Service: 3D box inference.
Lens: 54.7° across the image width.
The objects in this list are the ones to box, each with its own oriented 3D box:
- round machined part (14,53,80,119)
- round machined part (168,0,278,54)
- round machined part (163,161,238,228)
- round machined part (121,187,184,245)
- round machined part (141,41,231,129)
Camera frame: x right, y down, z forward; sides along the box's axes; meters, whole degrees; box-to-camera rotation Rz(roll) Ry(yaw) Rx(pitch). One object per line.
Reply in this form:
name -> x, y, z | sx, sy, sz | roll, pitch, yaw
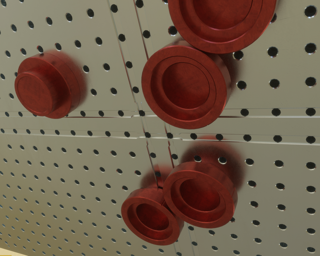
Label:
round machined part -> -0.171, -0.056, 0.453 | 0.098, 0.042, 0.097 | 13, 124, 20
round machined part -> 0.060, -0.123, 0.292 | 0.098, 0.042, 0.097 | 13, 124, 20
round machined part -> 0.057, 0.085, 0.422 | 0.098, 0.042, 0.097 | 13, 124, 20
round machined part -> -0.008, 0.133, 0.485 | 0.098, 0.042, 0.097 | 13, 124, 20
round machined part -> 0.032, -0.051, 0.351 | 0.098, 0.042, 0.097 | 13, 124, 20
